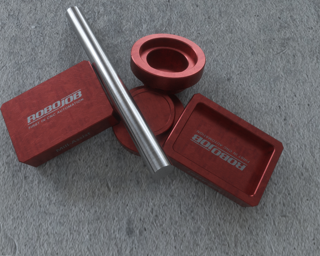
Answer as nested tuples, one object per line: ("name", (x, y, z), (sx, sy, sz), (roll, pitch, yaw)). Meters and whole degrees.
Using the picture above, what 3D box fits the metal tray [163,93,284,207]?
("metal tray", (0.076, 0.027, 0.386), (0.130, 0.030, 0.090), (31, 72, 0))

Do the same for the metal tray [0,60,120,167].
("metal tray", (-0.129, -0.019, 0.401), (0.130, 0.030, 0.090), (-29, 70, -1))

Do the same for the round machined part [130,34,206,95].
("round machined part", (0.009, -0.083, 0.419), (0.099, 0.042, 0.098), (4, 48, -5))

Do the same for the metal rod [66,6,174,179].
("metal rod", (-0.064, -0.064, 0.397), (0.025, 0.025, 0.299), (-26, 59, -9))

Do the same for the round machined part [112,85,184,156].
("round machined part", (-0.015, -0.014, 0.406), (0.099, 0.042, 0.098), (0, 70, 0))
